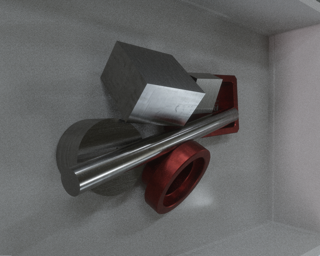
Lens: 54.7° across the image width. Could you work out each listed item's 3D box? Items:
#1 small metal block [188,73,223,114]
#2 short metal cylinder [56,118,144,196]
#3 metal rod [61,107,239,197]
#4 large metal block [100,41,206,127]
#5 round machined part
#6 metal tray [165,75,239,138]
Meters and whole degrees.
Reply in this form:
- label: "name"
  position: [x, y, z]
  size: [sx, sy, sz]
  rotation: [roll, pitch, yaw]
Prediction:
- label: "small metal block"
  position: [0.053, -0.048, 0.423]
  size: [0.050, 0.025, 0.050]
  rotation: [-6, 120, -40]
- label: "short metal cylinder"
  position: [-0.063, 0.030, 0.336]
  size: [0.081, 0.050, 0.079]
  rotation: [0, 90, -40]
- label: "metal rod"
  position: [0.019, 0.012, 0.369]
  size: [0.302, 0.025, 0.025]
  rotation: [-20, 103, -49]
- label: "large metal block"
  position: [-0.010, -0.049, 0.352]
  size: [0.081, 0.080, 0.050]
  rotation: [4, 130, -39]
- label: "round machined part"
  position: [0.015, 0.056, 0.388]
  size: [0.099, 0.042, 0.097]
  rotation: [-38, 149, -27]
- label: "metal tray"
  position: [0.064, -0.033, 0.456]
  size: [0.131, 0.030, 0.089]
  rotation: [-6, 94, -40]
